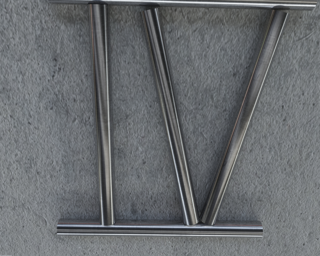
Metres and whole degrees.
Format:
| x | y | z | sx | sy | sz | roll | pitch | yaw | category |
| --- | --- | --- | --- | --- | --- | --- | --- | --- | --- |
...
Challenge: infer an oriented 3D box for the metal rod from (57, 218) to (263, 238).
| x | y | z | sx | sy | sz | roll | pitch | yaw | category |
| --- | --- | --- | --- | --- | --- | --- | --- | --- | --- |
| 0.001 | 0.151 | 0.466 | 0.302 | 0.025 | 0.025 | 1 | 110 | -1 | metal rod |

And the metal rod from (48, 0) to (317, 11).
| x | y | z | sx | sy | sz | roll | pitch | yaw | category |
| --- | --- | --- | --- | --- | --- | --- | --- | --- | --- |
| 0.026 | -0.152 | 0.355 | 0.302 | 0.025 | 0.025 | 1 | 110 | -1 | metal rod |

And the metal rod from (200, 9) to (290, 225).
| x | y | z | sx | sy | sz | roll | pitch | yaw | category |
| --- | --- | --- | --- | --- | --- | --- | --- | --- | --- |
| 0.105 | 0.000 | 0.412 | 0.025 | 0.025 | 0.298 | 12 | 109 | -5 | metal rod |

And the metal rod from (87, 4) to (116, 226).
| x | y | z | sx | sy | sz | roll | pitch | yaw | category |
| --- | --- | --- | --- | --- | --- | --- | --- | --- | --- |
| -0.074 | -0.003 | 0.408 | 0.025 | 0.025 | 0.298 | 1 | 110 | -1 | metal rod |

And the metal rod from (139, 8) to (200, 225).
| x | y | z | sx | sy | sz | roll | pitch | yaw | category |
| --- | --- | --- | --- | --- | --- | --- | --- | --- | --- |
| 0.017 | 0.000 | 0.410 | 0.025 | 0.025 | 0.298 | -11 | 110 | 3 | metal rod |
